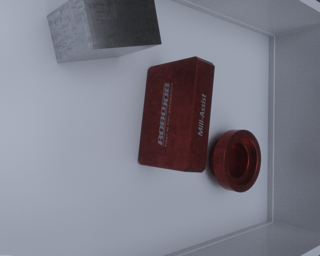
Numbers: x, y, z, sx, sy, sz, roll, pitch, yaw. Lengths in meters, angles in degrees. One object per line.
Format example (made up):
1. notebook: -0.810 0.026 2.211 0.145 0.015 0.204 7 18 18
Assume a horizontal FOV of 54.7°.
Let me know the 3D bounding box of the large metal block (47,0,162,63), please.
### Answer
1. large metal block: -0.058 -0.102 0.323 0.081 0.080 0.050 -17 101 -39

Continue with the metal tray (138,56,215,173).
1. metal tray: 0.018 -0.015 0.381 0.030 0.090 0.129 10 84 -40

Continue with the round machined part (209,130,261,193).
1. round machined part: 0.117 0.051 0.496 0.099 0.042 0.097 0 90 -40
